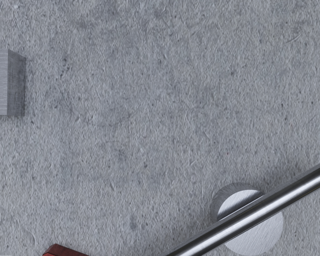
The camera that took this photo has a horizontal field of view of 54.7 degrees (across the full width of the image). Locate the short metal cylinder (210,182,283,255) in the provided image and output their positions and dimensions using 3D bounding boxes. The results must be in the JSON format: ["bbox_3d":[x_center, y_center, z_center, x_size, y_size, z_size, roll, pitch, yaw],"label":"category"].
[{"bbox_3d":[0.108,0.114,0.398,0.081,0.050,0.079,0,90,0],"label":"short metal cylinder"}]

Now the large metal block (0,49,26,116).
[{"bbox_3d":[-0.223,-0.056,0.395,0.081,0.050,0.079,1,90,0],"label":"large metal block"}]

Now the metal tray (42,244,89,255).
[{"bbox_3d":[-0.127,0.231,0.407,0.090,0.030,0.129,21,90,0],"label":"metal tray"}]

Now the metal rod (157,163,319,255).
[{"bbox_3d":[0.072,0.121,0.360,0.301,0.025,0.025,-30,90,0],"label":"metal rod"}]
